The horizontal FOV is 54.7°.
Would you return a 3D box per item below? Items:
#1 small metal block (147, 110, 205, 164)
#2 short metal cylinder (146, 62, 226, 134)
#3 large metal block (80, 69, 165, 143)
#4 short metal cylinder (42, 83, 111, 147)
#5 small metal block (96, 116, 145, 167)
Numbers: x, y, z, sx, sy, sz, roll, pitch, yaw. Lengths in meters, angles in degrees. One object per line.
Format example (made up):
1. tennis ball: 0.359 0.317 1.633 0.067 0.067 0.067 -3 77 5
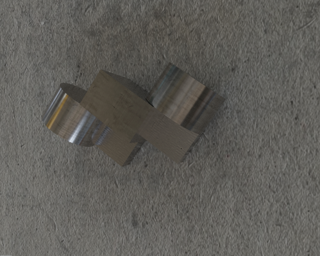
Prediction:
1. small metal block: 0.021 0.011 0.403 0.050 0.025 0.050 37 102 16
2. short metal cylinder: 0.031 -0.036 0.370 0.080 0.080 0.050 37 102 16
3. large metal block: -0.039 -0.026 0.395 0.080 0.080 0.050 37 102 16
4. short metal cylinder: -0.110 -0.018 0.420 0.080 0.080 0.050 37 102 16
5. small metal block: -0.053 0.017 0.429 0.050 0.025 0.050 37 102 16
